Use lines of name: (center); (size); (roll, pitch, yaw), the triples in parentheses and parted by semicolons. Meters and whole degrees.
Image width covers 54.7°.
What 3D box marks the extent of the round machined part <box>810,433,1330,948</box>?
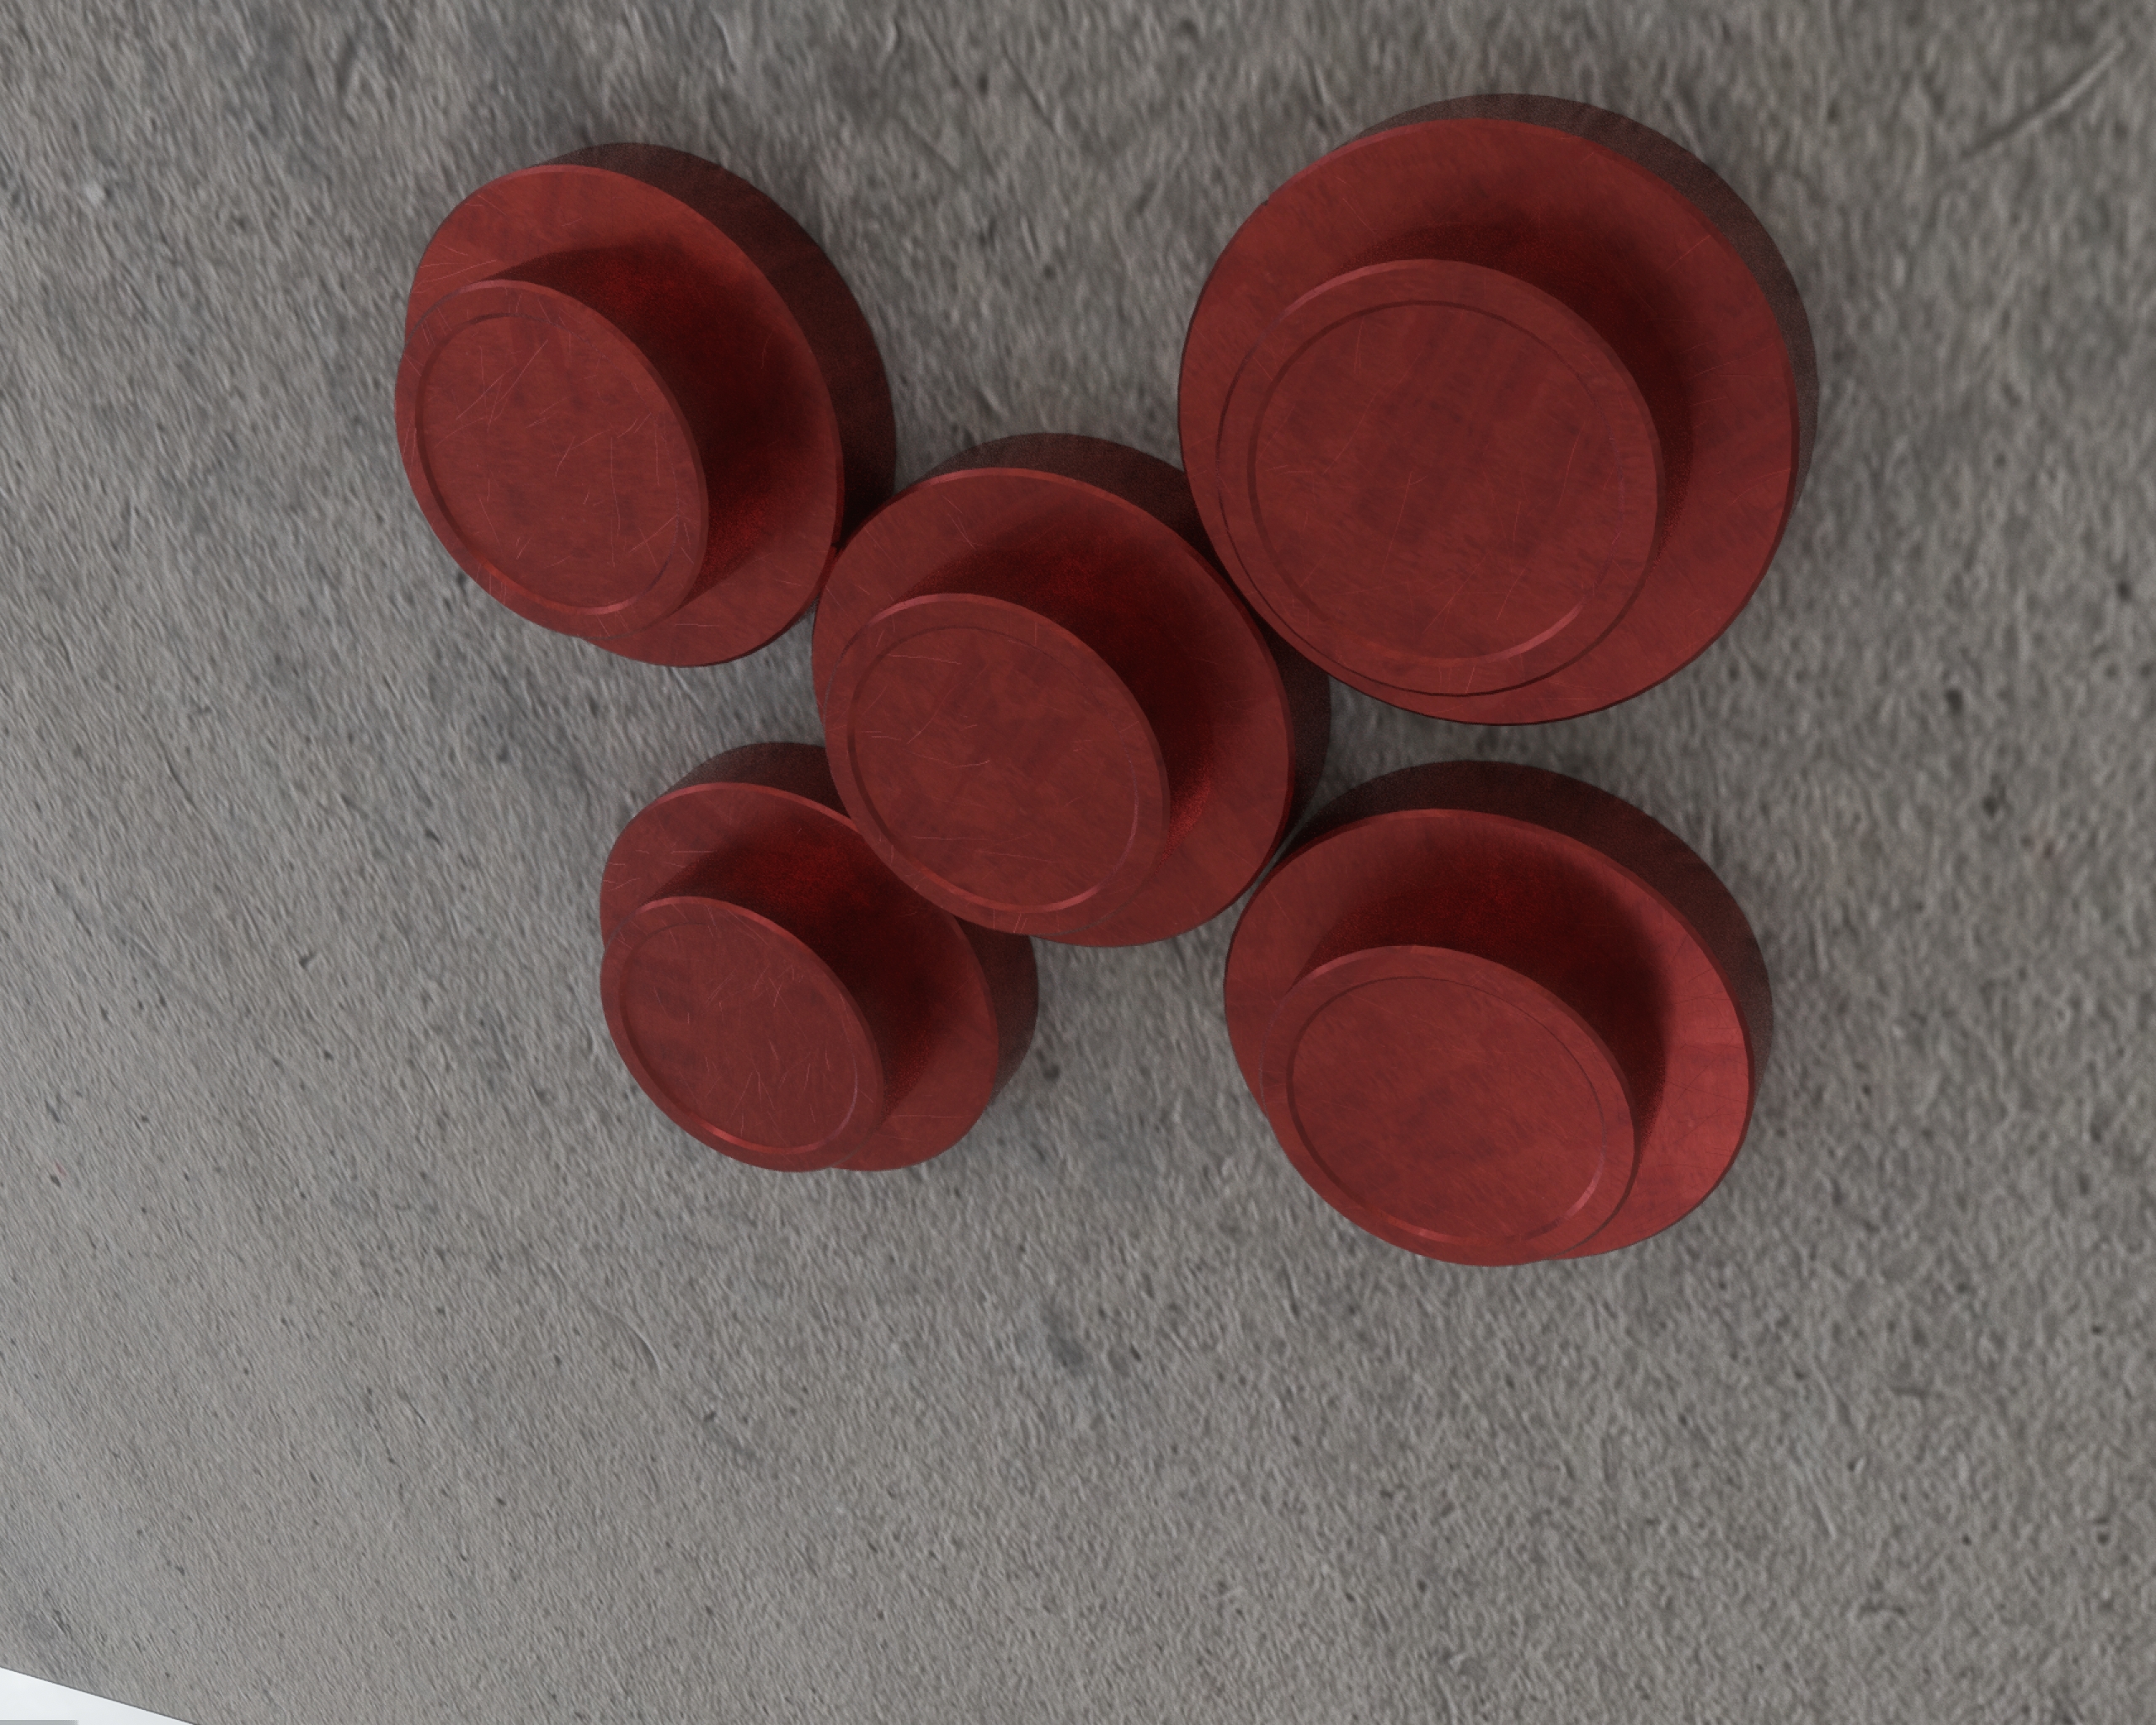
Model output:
round machined part: (-0.007, -0.026, 0.384); (0.098, 0.042, 0.097); (13, 124, 20)

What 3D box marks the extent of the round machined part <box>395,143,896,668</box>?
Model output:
round machined part: (-0.087, -0.081, 0.392); (0.098, 0.042, 0.097); (13, 124, 21)

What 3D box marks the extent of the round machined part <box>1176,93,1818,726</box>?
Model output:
round machined part: (0.060, -0.065, 0.324); (0.098, 0.042, 0.097); (13, 124, 21)

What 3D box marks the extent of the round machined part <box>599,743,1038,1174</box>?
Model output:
round machined part: (-0.062, 0.027, 0.445); (0.098, 0.042, 0.097); (13, 124, 21)

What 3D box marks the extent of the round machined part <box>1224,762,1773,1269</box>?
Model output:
round machined part: (0.072, 0.034, 0.379); (0.098, 0.042, 0.097); (13, 124, 21)
